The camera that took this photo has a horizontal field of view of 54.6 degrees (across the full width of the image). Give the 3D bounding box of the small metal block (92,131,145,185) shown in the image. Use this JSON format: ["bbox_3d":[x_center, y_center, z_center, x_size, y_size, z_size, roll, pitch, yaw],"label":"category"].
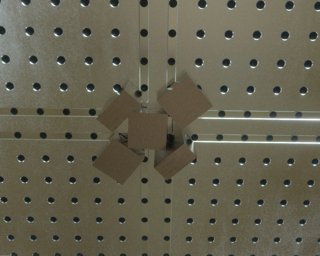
[{"bbox_3d":[-0.056,0.042,0.428,0.050,0.025,0.050,36,106,-13],"label":"small metal block"}]

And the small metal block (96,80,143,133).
[{"bbox_3d":[-0.049,-0.028,0.389,0.025,0.050,0.050,42,105,-15],"label":"small metal block"}]

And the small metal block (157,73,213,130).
[{"bbox_3d":[0.032,-0.035,0.401,0.050,0.025,0.050,-38,106,13],"label":"small metal block"}]

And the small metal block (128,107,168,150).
[{"bbox_3d":[-0.016,0.000,0.413,0.050,0.025,0.050,4,109,0],"label":"small metal block"}]

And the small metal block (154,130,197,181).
[{"bbox_3d":[0.020,0.035,0.413,0.050,0.050,0.025,-40,105,13],"label":"small metal block"}]
